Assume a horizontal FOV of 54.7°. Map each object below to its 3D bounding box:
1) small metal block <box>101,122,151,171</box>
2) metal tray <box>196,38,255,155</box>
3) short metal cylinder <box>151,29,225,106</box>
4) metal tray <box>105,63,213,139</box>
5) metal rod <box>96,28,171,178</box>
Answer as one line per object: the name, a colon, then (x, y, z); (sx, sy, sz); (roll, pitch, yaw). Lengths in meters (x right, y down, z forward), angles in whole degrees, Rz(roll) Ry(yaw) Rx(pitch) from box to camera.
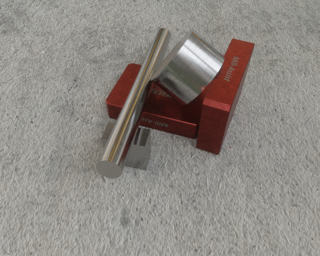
small metal block: (-0.038, 0.023, 0.369); (0.050, 0.050, 0.025); (10, 51, 8)
metal tray: (0.085, -0.042, 0.399); (0.030, 0.089, 0.130); (18, 52, 14)
short metal cylinder: (0.033, -0.075, 0.384); (0.050, 0.080, 0.080); (38, 53, -12)
metal tray: (0.002, -0.041, 0.435); (0.131, 0.030, 0.090); (14, 51, 11)
metal rod: (-0.021, -0.057, 0.402); (0.025, 0.025, 0.300); (8, 41, 6)
